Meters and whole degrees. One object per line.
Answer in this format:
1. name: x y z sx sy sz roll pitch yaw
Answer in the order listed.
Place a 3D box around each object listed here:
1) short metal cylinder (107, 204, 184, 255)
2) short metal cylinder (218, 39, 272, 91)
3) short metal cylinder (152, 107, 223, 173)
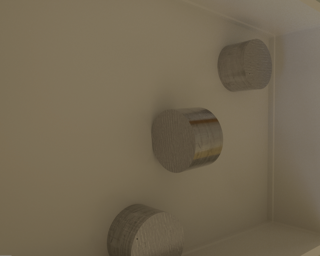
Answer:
1. short metal cylinder: -0.017 0.138 0.379 0.081 0.050 0.079 0 90 -40
2. short metal cylinder: 0.141 -0.102 0.511 0.081 0.050 0.079 0 90 -40
3. short metal cylinder: 0.034 0.014 0.401 0.050 0.080 0.079 -7 95 -40
